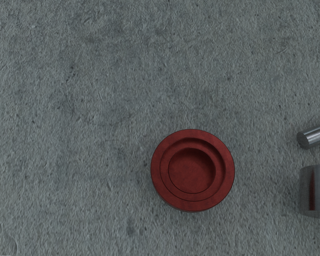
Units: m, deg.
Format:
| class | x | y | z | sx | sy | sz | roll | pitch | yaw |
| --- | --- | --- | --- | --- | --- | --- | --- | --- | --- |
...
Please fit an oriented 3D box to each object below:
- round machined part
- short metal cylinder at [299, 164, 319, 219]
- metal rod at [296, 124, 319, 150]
| class | x | y | z | sx | sy | sz | roll | pitch | yaw |
| --- | --- | --- | --- | --- | --- | --- | --- | --- | --- |
| round machined part | 0.038 | 0.054 | 0.380 | 0.099 | 0.042 | 0.098 | 0 | 70 | 0 |
| short metal cylinder | 0.203 | 0.076 | 0.353 | 0.080 | 0.080 | 0.050 | 8 | 70 | 3 |
| metal rod | 0.326 | -0.035 | 0.423 | 0.302 | 0.025 | 0.025 | -21 | 72 | -8 |
